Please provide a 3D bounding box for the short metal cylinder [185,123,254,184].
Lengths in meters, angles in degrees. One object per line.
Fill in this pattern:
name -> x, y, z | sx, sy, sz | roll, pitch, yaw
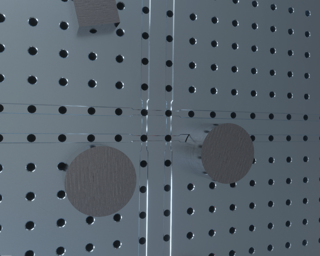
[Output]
short metal cylinder -> 0.081, 0.033, 0.429 | 0.081, 0.050, 0.080 | 0, 90, -20

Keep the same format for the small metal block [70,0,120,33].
small metal block -> -0.081, -0.149, 0.382 | 0.050, 0.025, 0.050 | -13, 95, -20

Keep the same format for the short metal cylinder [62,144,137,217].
short metal cylinder -> -0.074, 0.060, 0.372 | 0.081, 0.050, 0.080 | 0, 90, -20
